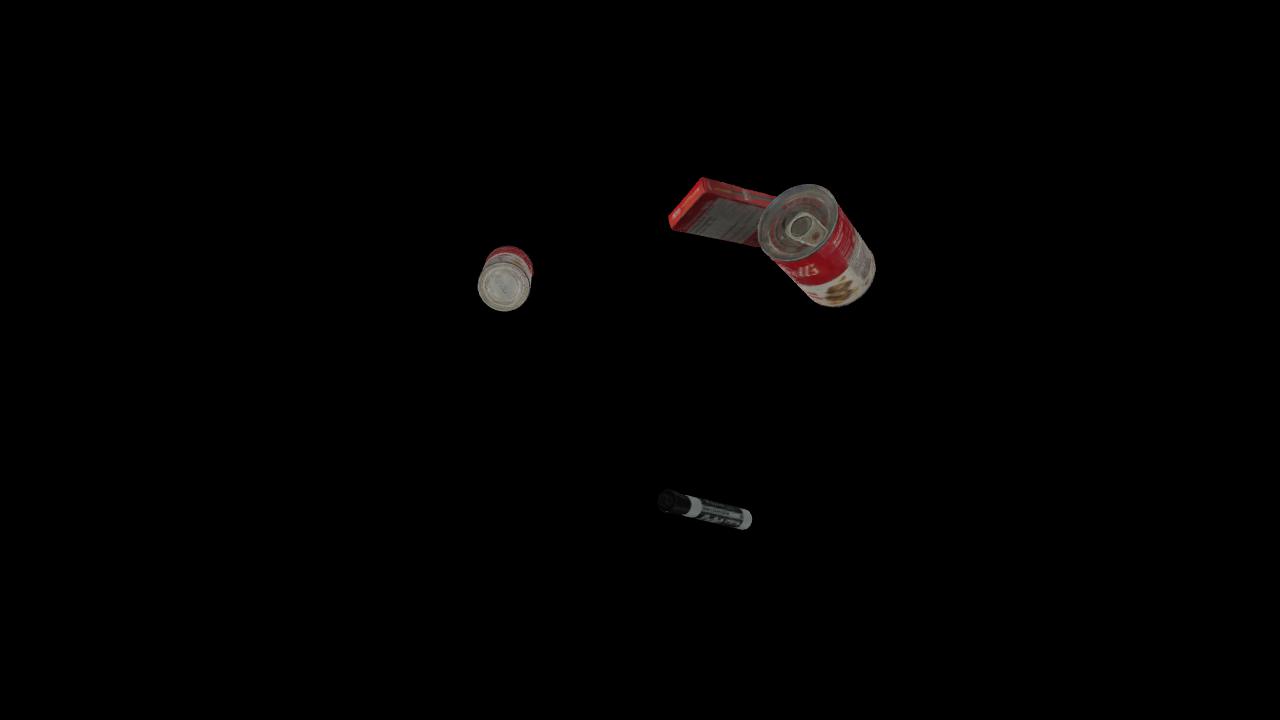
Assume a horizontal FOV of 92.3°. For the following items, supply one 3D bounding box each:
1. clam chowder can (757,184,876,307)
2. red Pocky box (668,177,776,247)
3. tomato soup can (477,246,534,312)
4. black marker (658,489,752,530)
[{"bbox_3d":[0.153,-0.093,0.523,0.068,0.068,0.102,0,-18,39],"label":"clam chowder can"},{"bbox_3d":[0.123,-0.193,0.816,0.155,0.028,0.083,4,-25,-31],"label":"red Pocky box"},{"bbox_3d":[-0.178,-0.110,0.821,0.068,0.068,0.101,0,21,-8],"label":"tomato soup can"},{"bbox_3d":[0.057,0.129,0.527,0.020,0.020,0.121,0,-18,43],"label":"black marker"}]
